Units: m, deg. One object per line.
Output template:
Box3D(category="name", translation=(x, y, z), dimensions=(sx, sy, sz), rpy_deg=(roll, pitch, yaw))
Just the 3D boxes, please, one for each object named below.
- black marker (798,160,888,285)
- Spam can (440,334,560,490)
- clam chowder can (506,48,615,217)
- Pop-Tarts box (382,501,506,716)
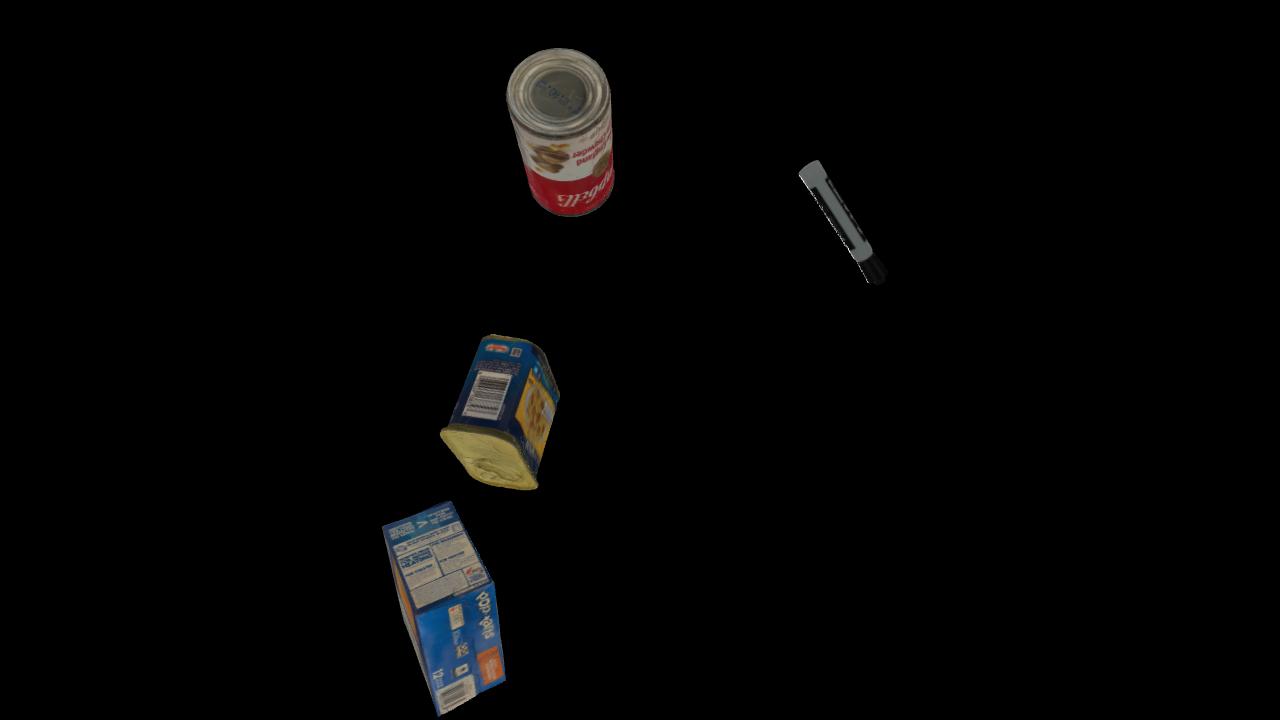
Box3D(category="black marker", translation=(0.173, -0.112, 0.516), dimensions=(0.020, 0.121, 0.020), rpy_deg=(-35, 18, 13))
Box3D(category="Spam can", translation=(-0.103, 0.042, 0.479), dimensions=(0.058, 0.085, 0.101), rpy_deg=(7, -32, 9))
Box3D(category="clam chowder can", translation=(-0.052, -0.155, 0.431), dimensions=(0.068, 0.068, 0.102), rpy_deg=(0, -16, -1))
Box3D(category="Pop-Tarts box", translation=(-0.219, 0.274, 0.691), dimensions=(0.083, 0.167, 0.141), rpy_deg=(-16, 34, -30))
